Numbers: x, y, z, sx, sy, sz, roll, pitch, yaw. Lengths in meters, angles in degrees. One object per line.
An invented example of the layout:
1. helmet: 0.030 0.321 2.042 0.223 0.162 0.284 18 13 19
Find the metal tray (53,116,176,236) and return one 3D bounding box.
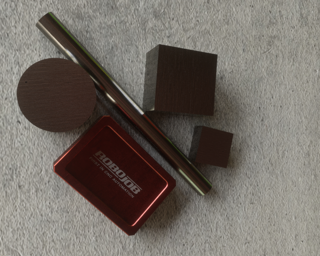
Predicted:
1. metal tray: -0.054 0.059 0.388 0.130 0.030 0.090 46 76 -15

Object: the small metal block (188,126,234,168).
1. small metal block: 0.071 0.027 0.439 0.050 0.025 0.050 14 85 -20

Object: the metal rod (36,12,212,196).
1. metal rod: -0.036 -0.020 0.397 0.025 0.025 0.300 -47 105 -14

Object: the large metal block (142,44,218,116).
1. large metal block: 0.025 -0.058 0.407 0.081 0.050 0.080 5 89 -20

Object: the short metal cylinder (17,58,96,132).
1. short metal cylinder: -0.117 -0.035 0.354 0.081 0.050 0.079 0 90 -21
